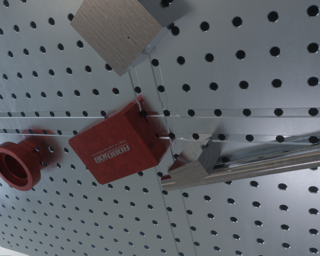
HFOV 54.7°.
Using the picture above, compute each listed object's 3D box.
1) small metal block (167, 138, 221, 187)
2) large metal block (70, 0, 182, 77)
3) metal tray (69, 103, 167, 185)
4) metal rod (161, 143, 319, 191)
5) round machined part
[{"bbox_3d":[0.045,0.044,0.399,0.050,0.050,0.025,-29,102,37],"label":"small metal block"},{"bbox_3d":[-0.038,-0.119,0.342,0.080,0.050,0.080,47,129,-5],"label":"large metal block"},{"bbox_3d":[-0.066,0.028,0.460,0.130,0.030,0.090,-25,105,36],"label":"metal tray"},{"bbox_3d":[0.127,0.044,0.371,0.300,0.025,0.025,-17,109,35],"label":"metal rod"},{"bbox_3d":[-0.261,0.067,0.580,0.098,0.042,0.097,13,124,21],"label":"round machined part"}]
